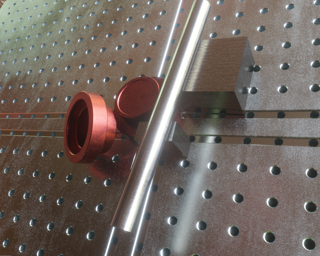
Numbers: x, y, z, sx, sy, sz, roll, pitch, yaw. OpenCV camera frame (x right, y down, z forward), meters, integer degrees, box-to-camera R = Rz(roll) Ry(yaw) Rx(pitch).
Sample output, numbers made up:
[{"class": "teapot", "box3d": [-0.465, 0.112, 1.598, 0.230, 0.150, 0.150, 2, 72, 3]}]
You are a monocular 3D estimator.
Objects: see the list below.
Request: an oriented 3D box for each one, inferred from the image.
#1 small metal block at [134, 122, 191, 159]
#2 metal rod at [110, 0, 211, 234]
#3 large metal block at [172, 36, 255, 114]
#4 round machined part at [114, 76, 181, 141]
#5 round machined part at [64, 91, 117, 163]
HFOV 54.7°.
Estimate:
[{"class": "small metal block", "box3d": [0.004, 0.015, 0.381, 0.050, 0.050, 0.025, 0, 62, 28]}, {"class": "metal rod", "box3d": [0.009, -0.032, 0.358, 0.025, 0.025, 0.300, 6, 64, 31]}, {"class": "large metal block", "box3d": [0.069, -0.066, 0.396, 0.080, 0.050, 0.080, 4, 64, 30]}, {"class": "round machined part", "box3d": [-0.023, -0.032, 0.430, 0.098, 0.042, 0.098, -13, 56, 21]}, {"class": "round machined part", "box3d": [-0.095, 0.000, 0.429, 0.098, 0.042, 0.098, -14, 72, 52]}]
